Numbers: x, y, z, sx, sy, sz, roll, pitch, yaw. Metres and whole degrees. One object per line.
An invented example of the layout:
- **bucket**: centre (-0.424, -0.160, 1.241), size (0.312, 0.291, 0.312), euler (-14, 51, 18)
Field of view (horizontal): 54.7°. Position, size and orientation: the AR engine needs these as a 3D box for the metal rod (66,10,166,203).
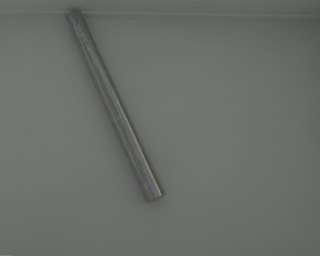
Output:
- **metal rod**: centre (-0.067, -0.041, 0.423), size (0.025, 0.025, 0.299), euler (-24, 72, -9)
